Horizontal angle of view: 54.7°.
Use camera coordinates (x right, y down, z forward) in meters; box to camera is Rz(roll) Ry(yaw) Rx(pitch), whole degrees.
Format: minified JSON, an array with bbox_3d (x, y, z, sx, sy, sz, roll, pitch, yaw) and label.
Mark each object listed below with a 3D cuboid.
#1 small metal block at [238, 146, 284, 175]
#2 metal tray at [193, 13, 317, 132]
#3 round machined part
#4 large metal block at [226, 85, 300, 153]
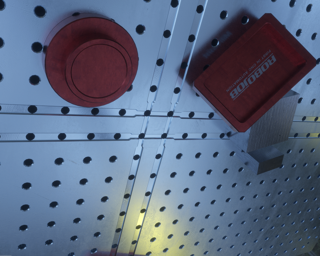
[{"bbox_3d":[0.166,0.047,0.515,0.050,0.050,0.025,-14,125,-20],"label":"small metal block"},{"bbox_3d":[0.118,-0.068,0.396,0.130,0.030,0.090,-44,90,2],"label":"metal tray"},{"bbox_3d":[-0.068,-0.065,0.323,0.099,0.042,0.097,-14,124,-21],"label":"round machined part"},{"bbox_3d":[0.153,-0.018,0.467,0.081,0.050,0.079,-14,124,-21],"label":"large metal block"}]
